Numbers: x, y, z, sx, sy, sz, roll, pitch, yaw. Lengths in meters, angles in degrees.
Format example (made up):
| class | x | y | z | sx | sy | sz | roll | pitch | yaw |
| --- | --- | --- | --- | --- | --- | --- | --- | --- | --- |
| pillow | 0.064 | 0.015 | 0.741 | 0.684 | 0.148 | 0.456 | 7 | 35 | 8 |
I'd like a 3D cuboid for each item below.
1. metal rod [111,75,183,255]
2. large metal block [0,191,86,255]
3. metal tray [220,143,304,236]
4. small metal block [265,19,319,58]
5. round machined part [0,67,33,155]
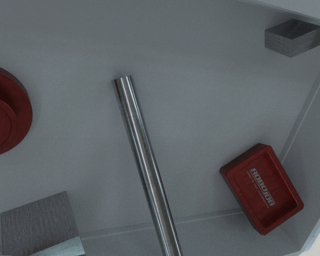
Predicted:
| class | x | y | z | sx | sy | sz | roll | pitch | yaw |
| --- | --- | --- | --- | --- | --- | --- | --- | --- | --- |
| metal rod | -0.005 | 0.084 | 0.382 | 0.025 | 0.025 | 0.298 | -19 | 102 | -18 |
| large metal block | -0.142 | 0.134 | 0.379 | 0.081 | 0.080 | 0.050 | -17 | 126 | -19 |
| metal tray | 0.172 | 0.102 | 0.524 | 0.090 | 0.030 | 0.130 | -33 | 98 | -6 |
| small metal block | 0.178 | -0.122 | 0.417 | 0.050 | 0.050 | 0.025 | -25 | 128 | -14 |
| round machined part | -0.175 | -0.010 | 0.296 | 0.099 | 0.042 | 0.097 | -14 | 125 | -21 |
